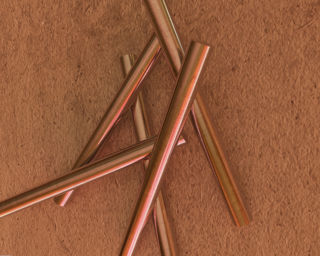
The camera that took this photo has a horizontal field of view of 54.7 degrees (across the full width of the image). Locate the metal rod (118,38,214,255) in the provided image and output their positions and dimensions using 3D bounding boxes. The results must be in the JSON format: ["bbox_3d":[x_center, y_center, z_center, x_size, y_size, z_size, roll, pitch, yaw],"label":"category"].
[{"bbox_3d":[-0.002,0.045,0.365,0.025,0.025,0.298,27,116,18],"label":"metal rod"}]

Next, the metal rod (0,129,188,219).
[{"bbox_3d":[-0.104,0.064,0.413,0.300,0.025,0.025,-23,82,15],"label":"metal rod"}]

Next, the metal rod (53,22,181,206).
[{"bbox_3d":[-0.067,-0.008,0.411,0.025,0.025,0.298,40,110,15],"label":"metal rod"}]

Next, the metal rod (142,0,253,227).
[{"bbox_3d":[0.042,-0.024,0.353,0.025,0.025,0.299,-20,99,19],"label":"metal rod"}]

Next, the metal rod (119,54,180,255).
[{"bbox_3d":[-0.013,0.049,0.413,0.025,0.025,0.298,-14,85,19],"label":"metal rod"}]
